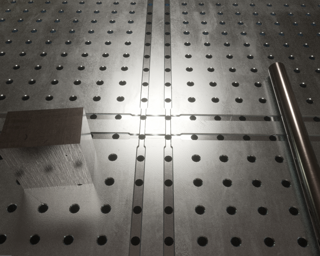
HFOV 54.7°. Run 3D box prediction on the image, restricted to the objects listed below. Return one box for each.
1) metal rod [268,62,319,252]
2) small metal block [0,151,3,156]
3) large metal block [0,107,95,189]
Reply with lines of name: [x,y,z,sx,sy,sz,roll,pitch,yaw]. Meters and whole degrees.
metal rod: [0.178,0.021,0.392,0.025,0.025,0.300,2,50,1]
small metal block: [-0.235,0.024,0.384,0.050,0.025,0.050,-33,58,-25]
large metal block: [-0.121,0.024,0.350,0.081,0.080,0.050,-4,50,-4]
